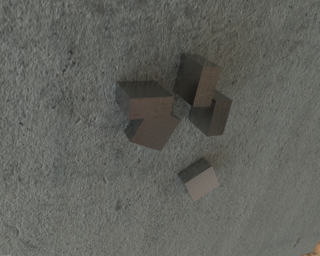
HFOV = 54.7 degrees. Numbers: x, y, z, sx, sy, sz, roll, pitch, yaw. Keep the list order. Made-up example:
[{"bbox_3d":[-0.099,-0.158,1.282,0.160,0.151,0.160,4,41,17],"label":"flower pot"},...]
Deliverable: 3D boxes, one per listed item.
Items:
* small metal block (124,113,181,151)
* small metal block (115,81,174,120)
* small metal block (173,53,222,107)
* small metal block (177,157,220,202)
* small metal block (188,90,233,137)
[{"bbox_3d":[-0.010,-0.002,0.400,0.050,0.025,0.050,20,108,-36],"label":"small metal block"},{"bbox_3d":[-0.020,-0.034,0.359,0.050,0.050,0.025,-6,121,-26],"label":"small metal block"},{"bbox_3d":[0.044,-0.059,0.378,0.025,0.050,0.050,-2,120,-28],"label":"small metal block"},{"bbox_3d":[0.061,0.082,0.491,0.050,0.025,0.050,-32,129,-8],"label":"small metal block"},{"bbox_3d":[0.065,-0.023,0.412,0.025,0.050,0.050,-5,121,-26],"label":"small metal block"}]
